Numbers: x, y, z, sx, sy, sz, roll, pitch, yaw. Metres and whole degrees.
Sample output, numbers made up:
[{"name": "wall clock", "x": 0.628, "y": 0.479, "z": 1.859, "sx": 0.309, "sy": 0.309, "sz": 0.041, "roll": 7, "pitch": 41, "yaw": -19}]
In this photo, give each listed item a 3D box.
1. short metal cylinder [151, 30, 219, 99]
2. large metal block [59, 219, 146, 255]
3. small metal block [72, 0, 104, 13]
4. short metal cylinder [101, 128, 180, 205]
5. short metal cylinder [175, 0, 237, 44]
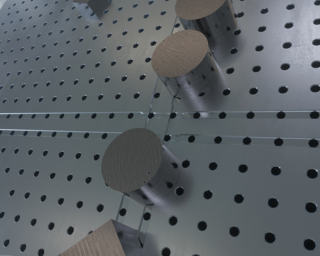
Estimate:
[{"name": "short metal cylinder", "x": 0.035, "y": -0.088, "z": 0.428, "sx": 0.080, "sy": 0.050, "sz": 0.080, "roll": -13, "pitch": 56, "yaw": 21}, {"name": "large metal block", "x": -0.057, "y": 0.158, "z": 0.326, "sx": 0.080, "sy": 0.050, "sz": 0.080, "roll": -36, "pitch": 51, "yaw": 4}, {"name": "small metal block", "x": -0.148, "y": -0.273, "z": 0.654, "sx": 0.050, "sy": 0.025, "sz": 0.050, "roll": 21, "pitch": 72, "yaw": 35}, {"name": "short metal cylinder", "x": -0.023, "y": 0.047, "z": 0.376, "sx": 0.080, "sy": 0.050, "sz": 0.080, "roll": -13, "pitch": 56, "yaw": 21}, {"name": "short metal cylinder", "x": 0.069, "y": -0.173, "z": 0.462, "sx": 0.080, "sy": 0.050, "sz": 0.080, "roll": -13, "pitch": 56, "yaw": 21}]
